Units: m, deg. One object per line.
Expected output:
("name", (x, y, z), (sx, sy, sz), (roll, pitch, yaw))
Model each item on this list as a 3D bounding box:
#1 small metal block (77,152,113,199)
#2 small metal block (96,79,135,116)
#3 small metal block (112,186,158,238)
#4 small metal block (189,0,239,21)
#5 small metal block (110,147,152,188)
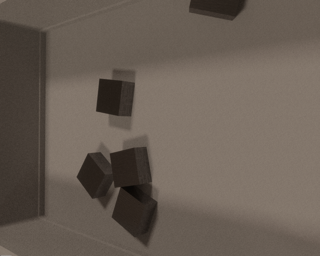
("small metal block", (-0.099, 0.074, 0.486), (0.050, 0.025, 0.050), (43, 116, 31))
("small metal block", (-0.067, -0.045, 0.459), (0.050, 0.025, 0.050), (12, 98, 39))
("small metal block", (-0.036, 0.115, 0.435), (0.050, 0.025, 0.050), (28, 107, 36))
("small metal block", (0.062, -0.150, 0.338), (0.050, 0.025, 0.050), (12, 100, 2))
("small metal block", (-0.042, 0.056, 0.439), (0.050, 0.025, 0.050), (-16, 80, 38))
